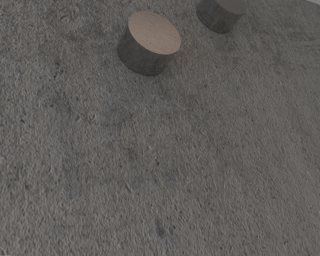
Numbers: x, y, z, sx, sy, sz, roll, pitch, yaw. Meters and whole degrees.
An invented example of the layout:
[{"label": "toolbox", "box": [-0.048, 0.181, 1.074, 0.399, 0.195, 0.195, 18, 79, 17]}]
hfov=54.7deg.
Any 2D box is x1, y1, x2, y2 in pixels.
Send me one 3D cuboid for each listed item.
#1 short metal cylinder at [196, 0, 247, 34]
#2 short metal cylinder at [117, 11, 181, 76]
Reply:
[{"label": "short metal cylinder", "box": [0.116, -0.227, 0.588, 0.081, 0.050, 0.080, 14, 56, -21]}, {"label": "short metal cylinder", "box": [-0.017, -0.123, 0.453, 0.081, 0.050, 0.080, 14, 56, -21]}]
